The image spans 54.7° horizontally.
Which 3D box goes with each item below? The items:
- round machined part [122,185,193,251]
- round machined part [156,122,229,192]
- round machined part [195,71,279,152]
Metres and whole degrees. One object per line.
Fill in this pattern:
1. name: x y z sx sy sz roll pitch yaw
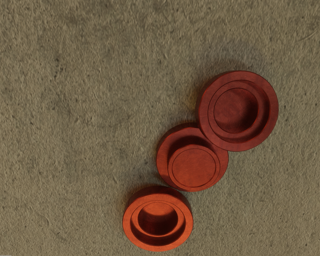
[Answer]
1. round machined part: -0.003 0.125 0.447 0.099 0.042 0.097 0 110 0
2. round machined part: 0.044 0.045 0.418 0.099 0.042 0.097 0 110 0
3. round machined part: 0.092 -0.023 0.387 0.099 0.042 0.097 -1 101 -6
